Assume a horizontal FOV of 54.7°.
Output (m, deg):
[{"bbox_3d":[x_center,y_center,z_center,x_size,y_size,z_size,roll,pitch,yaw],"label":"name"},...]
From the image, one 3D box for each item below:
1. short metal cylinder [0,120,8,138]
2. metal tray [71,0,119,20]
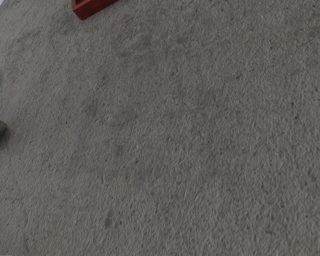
[{"bbox_3d":[-0.316,-0.002,0.535,0.080,0.080,0.050,12,68,33],"label":"short metal cylinder"},{"bbox_3d":[-0.121,-0.287,0.639,0.130,0.030,0.090,-24,53,13],"label":"metal tray"}]
